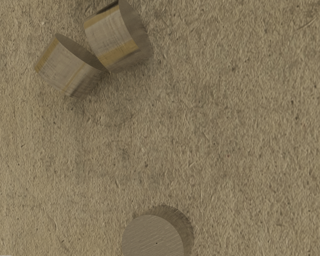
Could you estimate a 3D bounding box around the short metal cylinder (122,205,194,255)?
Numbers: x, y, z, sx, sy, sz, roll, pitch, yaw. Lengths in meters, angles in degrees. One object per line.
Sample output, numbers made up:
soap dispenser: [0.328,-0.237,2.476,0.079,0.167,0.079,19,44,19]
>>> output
short metal cylinder: [-0.001,0.144,0.396,0.080,0.050,0.080,0,90,20]

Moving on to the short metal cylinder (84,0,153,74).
short metal cylinder: [-0.051,-0.117,0.398,0.050,0.080,0.080,-23,83,19]

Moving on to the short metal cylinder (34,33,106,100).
short metal cylinder: [-0.121,-0.083,0.422,0.080,0.080,0.050,43,104,15]
